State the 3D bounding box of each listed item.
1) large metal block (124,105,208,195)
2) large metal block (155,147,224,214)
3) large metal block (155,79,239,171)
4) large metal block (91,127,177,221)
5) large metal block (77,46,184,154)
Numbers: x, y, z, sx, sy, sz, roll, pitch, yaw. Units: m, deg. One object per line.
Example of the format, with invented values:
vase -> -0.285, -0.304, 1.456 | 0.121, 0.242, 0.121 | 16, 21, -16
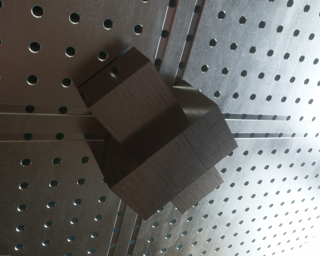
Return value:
large metal block -> 0.006, 0.026, 0.397 | 0.050, 0.080, 0.080 | -38, 130, -3
large metal block -> 0.037, 0.068, 0.460 | 0.080, 0.050, 0.080 | -37, 130, -3
large metal block -> 0.046, -0.005, 0.400 | 0.050, 0.080, 0.080 | -38, 130, -3
large metal block -> -0.034, 0.057, 0.394 | 0.050, 0.080, 0.080 | -38, 130, -3
large metal block -> -0.032, -0.031, 0.356 | 0.080, 0.050, 0.080 | -38, 130, -2
